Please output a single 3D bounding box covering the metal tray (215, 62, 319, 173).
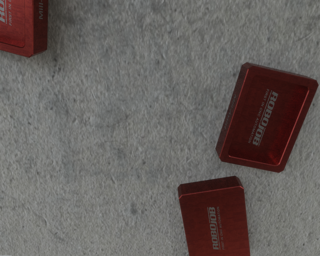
[{"bbox_3d":[0.135,-0.012,0.404,0.091,0.030,0.129,12,110,-5],"label":"metal tray"}]

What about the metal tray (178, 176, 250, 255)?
[{"bbox_3d":[0.081,0.140,0.460,0.091,0.030,0.129,-10,110,3],"label":"metal tray"}]

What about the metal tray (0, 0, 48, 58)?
[{"bbox_3d":[-0.168,-0.150,0.330,0.090,0.030,0.129,16,118,6],"label":"metal tray"}]
